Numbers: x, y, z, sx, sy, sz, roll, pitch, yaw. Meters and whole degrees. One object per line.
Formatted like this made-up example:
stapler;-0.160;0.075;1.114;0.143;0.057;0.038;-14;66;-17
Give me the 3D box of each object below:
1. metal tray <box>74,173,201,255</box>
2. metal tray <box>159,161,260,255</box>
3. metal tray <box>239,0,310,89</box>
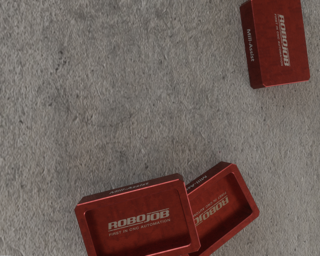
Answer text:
metal tray;-0.026;0.115;0.373;0.131;0.030;0.089;-14;96;1
metal tray;0.066;0.117;0.430;0.131;0.030;0.090;-31;100;-17
metal tray;0.175;-0.130;0.471;0.091;0.030;0.129;-10;94;-20
